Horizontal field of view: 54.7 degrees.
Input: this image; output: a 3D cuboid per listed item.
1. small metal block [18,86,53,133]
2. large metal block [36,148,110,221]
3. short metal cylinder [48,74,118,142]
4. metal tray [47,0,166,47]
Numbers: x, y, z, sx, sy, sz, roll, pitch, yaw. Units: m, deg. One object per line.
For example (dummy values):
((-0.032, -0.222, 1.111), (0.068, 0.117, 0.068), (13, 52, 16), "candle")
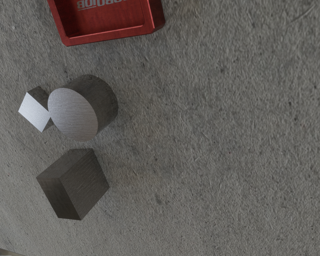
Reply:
((-0.189, -0.029, 0.488), (0.050, 0.025, 0.050), (43, 129, -2), "small metal block")
((-0.136, 0.088, 0.497), (0.050, 0.080, 0.080), (-5, 116, 30), "large metal block")
((-0.106, -0.028, 0.429), (0.080, 0.050, 0.079), (13, 124, 21), "short metal cylinder")
((-0.066, -0.146, 0.347), (0.130, 0.030, 0.089), (0, 119, 28), "metal tray")
